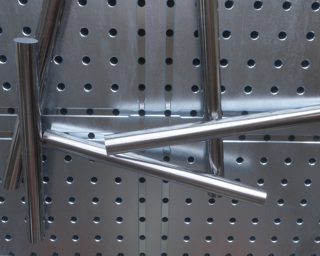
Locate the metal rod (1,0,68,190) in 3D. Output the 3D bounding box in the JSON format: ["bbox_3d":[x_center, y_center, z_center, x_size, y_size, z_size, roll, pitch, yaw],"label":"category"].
[{"bbox_3d":[-0.159,-0.050,0.392,0.025,0.025,0.298,19,109,-7],"label":"metal rod"}]

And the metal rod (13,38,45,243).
[{"bbox_3d":[-0.167,0.035,0.405,0.025,0.025,0.298,8,117,-3],"label":"metal rod"}]

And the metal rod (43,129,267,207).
[{"bbox_3d":[-0.008,0.053,0.415,0.302,0.025,0.025,15,109,0],"label":"metal rod"}]

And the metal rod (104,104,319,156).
[{"bbox_3d":[0.084,-0.001,0.388,0.302,0.025,0.025,-8,110,-8],"label":"metal rod"}]

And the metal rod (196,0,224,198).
[{"bbox_3d":[0.066,-0.044,0.397,0.025,0.025,0.298,-6,110,2],"label":"metal rod"}]
